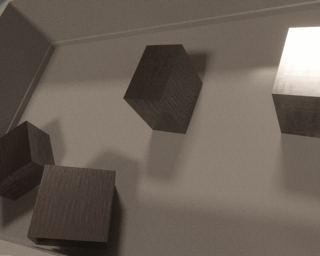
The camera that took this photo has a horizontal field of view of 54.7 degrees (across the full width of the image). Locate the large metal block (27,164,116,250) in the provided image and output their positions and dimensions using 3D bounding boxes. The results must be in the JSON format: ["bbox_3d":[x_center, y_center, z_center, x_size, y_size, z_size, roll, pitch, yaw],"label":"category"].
[{"bbox_3d":[-0.097,0.093,0.359,0.081,0.050,0.080,6,60,-6],"label":"large metal block"}]

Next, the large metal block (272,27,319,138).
[{"bbox_3d":[0.154,-0.044,0.317,0.050,0.080,0.080,9,66,31],"label":"large metal block"}]

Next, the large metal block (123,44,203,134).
[{"bbox_3d":[0.008,-0.048,0.395,0.050,0.080,0.080,7,65,31],"label":"large metal block"}]

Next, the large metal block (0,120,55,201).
[{"bbox_3d":[-0.211,0.049,0.468,0.080,0.050,0.080,-32,52,7],"label":"large metal block"}]
